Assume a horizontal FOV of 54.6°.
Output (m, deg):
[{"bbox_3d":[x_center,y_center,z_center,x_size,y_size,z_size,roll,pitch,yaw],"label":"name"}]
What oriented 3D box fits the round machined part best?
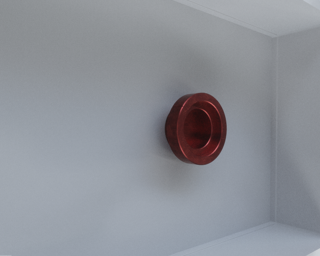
[{"bbox_3d":[0.046,0.001,0.433,0.099,0.042,0.097,0,90,-40],"label":"round machined part"}]
